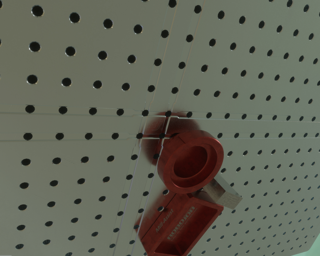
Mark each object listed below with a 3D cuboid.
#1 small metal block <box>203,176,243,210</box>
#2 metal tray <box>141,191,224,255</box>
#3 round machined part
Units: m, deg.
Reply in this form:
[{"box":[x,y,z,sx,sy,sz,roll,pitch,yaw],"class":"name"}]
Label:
[{"box":[0.102,0.105,0.519,0.050,0.050,0.025,28,103,-38],"class":"small metal block"},{"box":[0.039,0.167,0.535,0.090,0.030,0.129,26,104,-38],"class":"metal tray"},{"box":[0.040,0.045,0.452,0.099,0.042,0.097,-14,125,-21],"class":"round machined part"}]
